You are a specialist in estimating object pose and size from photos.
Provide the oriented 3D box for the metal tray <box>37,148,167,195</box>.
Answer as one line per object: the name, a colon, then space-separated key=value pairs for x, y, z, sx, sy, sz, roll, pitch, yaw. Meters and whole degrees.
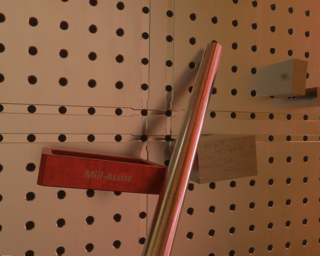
metal tray: x=-0.067 y=0.048 z=0.353 sx=0.131 sy=0.090 sz=0.030 roll=9 pitch=87 yaw=-20

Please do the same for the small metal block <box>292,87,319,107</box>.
small metal block: x=0.248 y=-0.048 z=0.490 sx=0.050 sy=0.050 sz=0.025 roll=1 pitch=90 yaw=-20

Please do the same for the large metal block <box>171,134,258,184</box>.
large metal block: x=0.068 y=0.037 z=0.408 sx=0.081 sy=0.080 sz=0.050 roll=-5 pitch=92 yaw=-20

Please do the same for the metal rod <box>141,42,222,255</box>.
metal rod: x=0.036 y=0.002 z=0.355 sx=0.025 sy=0.025 sz=0.300 roll=33 pitch=52 yaw=-17

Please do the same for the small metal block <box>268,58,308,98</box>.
small metal block: x=0.193 y=-0.074 z=0.470 sx=0.025 sy=0.050 sz=0.050 roll=6 pitch=88 yaw=-20
